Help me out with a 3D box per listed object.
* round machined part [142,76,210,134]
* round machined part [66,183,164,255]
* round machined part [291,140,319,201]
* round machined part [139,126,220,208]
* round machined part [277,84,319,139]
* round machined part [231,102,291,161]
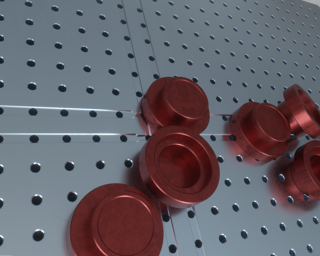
[{"bbox_3d":[0.028,-0.032,0.431,0.099,0.042,0.098,14,56,-21],"label":"round machined part"},{"bbox_3d":[-0.040,0.102,0.313,0.099,0.042,0.098,13,56,-21],"label":"round machined part"},{"bbox_3d":[0.247,0.072,0.486,0.099,0.042,0.098,13,56,-21],"label":"round machined part"},{"bbox_3d":[0.020,0.049,0.377,0.099,0.042,0.098,13,56,-21],"label":"round machined part"},{"bbox_3d":[0.237,-0.023,0.525,0.098,0.042,0.098,31,40,-30],"label":"round machined part"},{"bbox_3d":[0.164,-0.001,0.485,0.099,0.042,0.098,13,56,-21],"label":"round machined part"}]
